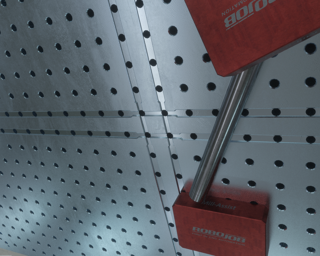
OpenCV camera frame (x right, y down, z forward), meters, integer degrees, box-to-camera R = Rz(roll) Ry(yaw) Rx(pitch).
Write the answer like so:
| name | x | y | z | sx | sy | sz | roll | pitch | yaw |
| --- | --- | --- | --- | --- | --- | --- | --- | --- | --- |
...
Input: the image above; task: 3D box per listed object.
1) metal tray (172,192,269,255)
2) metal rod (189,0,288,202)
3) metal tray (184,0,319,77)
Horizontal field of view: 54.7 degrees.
| name | x | y | z | sx | sy | sz | roll | pitch | yaw |
| --- | --- | --- | --- | --- | --- | --- | --- | --- | --- |
| metal tray | 0.088 | 0.146 | 0.451 | 0.130 | 0.030 | 0.089 | 4 | 121 | 25 |
| metal rod | 0.082 | -0.022 | 0.353 | 0.025 | 0.025 | 0.298 | 23 | 127 | 13 |
| metal tray | 0.094 | -0.112 | 0.270 | 0.130 | 0.030 | 0.090 | -25 | 86 | 36 |
